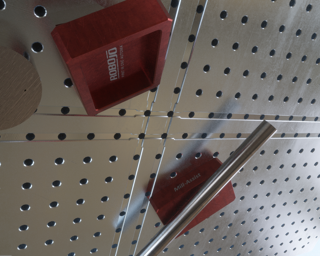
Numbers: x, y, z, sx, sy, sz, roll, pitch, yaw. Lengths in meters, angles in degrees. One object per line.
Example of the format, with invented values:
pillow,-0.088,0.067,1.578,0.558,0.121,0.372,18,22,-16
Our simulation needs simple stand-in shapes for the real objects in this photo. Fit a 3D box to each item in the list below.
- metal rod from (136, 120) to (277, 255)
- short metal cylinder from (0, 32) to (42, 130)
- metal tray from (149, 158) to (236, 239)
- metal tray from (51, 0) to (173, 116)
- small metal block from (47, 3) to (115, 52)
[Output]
metal rod,0.063,0.107,0.471,0.300,0.025,0.025,-48,129,5
short metal cylinder,-0.154,-0.044,0.284,0.081,0.050,0.079,-14,124,-21
metal tray,0.057,0.117,0.511,0.131,0.030,0.090,-30,129,-9
metal tray,-0.041,-0.062,0.297,0.091,0.030,0.130,-26,167,-12
small metal block,-0.074,-0.097,0.294,0.050,0.050,0.025,-20,126,-17
